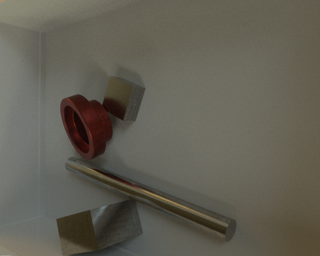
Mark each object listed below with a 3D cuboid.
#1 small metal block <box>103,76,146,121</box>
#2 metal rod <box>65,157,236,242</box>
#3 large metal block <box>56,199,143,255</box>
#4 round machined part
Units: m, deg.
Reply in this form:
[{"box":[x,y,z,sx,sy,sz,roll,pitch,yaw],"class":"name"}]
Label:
[{"box":[-0.054,-0.043,0.449,0.050,0.025,0.050,29,108,36],"class":"small metal block"},{"box":[-0.036,0.087,0.434,0.300,0.025,0.025,13,98,39],"class":"metal rod"},{"box":[-0.085,0.139,0.439,0.080,0.081,0.050,-24,75,37],"class":"large metal block"},{"box":[-0.107,-0.004,0.466,0.098,0.042,0.097,33,136,40],"class":"round machined part"}]
